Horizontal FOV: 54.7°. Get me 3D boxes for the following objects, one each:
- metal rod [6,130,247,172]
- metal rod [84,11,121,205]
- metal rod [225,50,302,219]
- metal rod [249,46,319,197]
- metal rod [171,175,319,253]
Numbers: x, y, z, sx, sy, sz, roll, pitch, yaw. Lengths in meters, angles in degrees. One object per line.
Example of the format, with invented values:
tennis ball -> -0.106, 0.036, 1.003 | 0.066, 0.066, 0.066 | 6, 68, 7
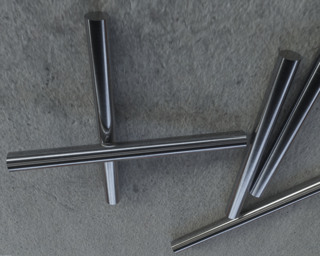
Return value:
metal rod -> -0.036, 0.029, 0.403 | 0.302, 0.025, 0.025 | -5, 131, -8
metal rod -> -0.070, 0.001, 0.406 | 0.025, 0.025, 0.298 | 2, 130, -2
metal rod -> 0.134, 0.033, 0.437 | 0.025, 0.025, 0.298 | 3, 130, -3
metal rod -> 0.174, -0.012, 0.399 | 0.025, 0.025, 0.298 | 6, 130, -5
metal rod -> 0.144, 0.158, 0.543 | 0.299, 0.025, 0.025 | -33, 123, 24
